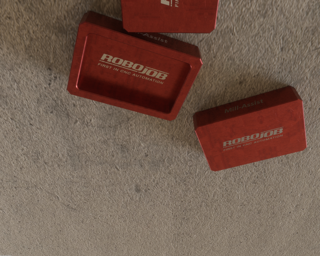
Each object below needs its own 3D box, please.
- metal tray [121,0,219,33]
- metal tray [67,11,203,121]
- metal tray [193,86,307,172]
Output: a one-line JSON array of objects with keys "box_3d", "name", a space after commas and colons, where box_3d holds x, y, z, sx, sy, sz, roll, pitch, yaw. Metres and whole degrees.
[{"box_3d": [0.009, -0.152, 0.274, 0.091, 0.030, 0.129, 0, 130, -1], "name": "metal tray"}, {"box_3d": [-0.030, -0.065, 0.348, 0.131, 0.030, 0.089, 15, 129, -13], "name": "metal tray"}, {"box_3d": [0.119, 0.005, 0.409, 0.130, 0.030, 0.090, -16, 129, 13], "name": "metal tray"}]
